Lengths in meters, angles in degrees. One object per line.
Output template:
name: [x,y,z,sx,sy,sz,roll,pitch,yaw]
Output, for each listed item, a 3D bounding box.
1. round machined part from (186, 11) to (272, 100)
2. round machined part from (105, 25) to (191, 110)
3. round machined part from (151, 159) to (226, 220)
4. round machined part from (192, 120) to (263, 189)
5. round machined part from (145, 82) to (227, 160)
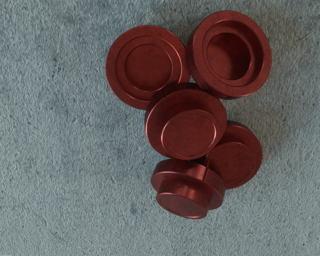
round machined part: [0.075,-0.080,0.359,0.099,0.042,0.097,2,83,-18]
round machined part: [-0.013,-0.074,0.375,0.099,0.042,0.097,0,110,-1]
round machined part: [0.033,0.085,0.407,0.098,0.042,0.097,16,145,11]
round machined part: [0.090,0.042,0.419,0.099,0.042,0.097,0,110,-1]
round machined part: [0.032,-0.001,0.367,0.099,0.042,0.097,-5,121,-7]
